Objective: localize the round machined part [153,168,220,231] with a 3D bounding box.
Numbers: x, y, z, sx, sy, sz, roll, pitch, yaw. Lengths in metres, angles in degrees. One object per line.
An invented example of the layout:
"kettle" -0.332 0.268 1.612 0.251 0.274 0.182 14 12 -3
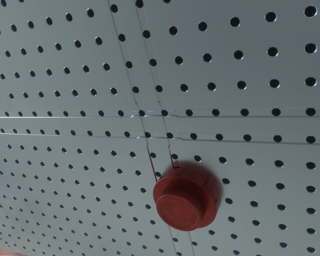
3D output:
"round machined part" 0.034 0.110 0.449 0.098 0.042 0.097 13 124 20
